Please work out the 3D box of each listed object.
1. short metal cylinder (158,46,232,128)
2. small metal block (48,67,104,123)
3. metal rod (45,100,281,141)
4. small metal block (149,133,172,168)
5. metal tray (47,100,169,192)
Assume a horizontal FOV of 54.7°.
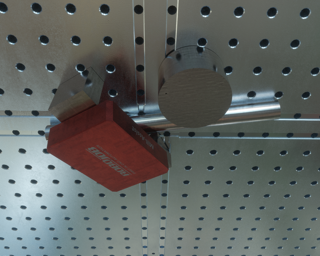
[{"bbox_3d":[0.038,-0.046,0.356,0.081,0.050,0.079,0,130,0],"label":"short metal cylinder"},{"bbox_3d":[-0.096,-0.038,0.361,0.050,0.050,0.025,-25,126,19],"label":"small metal block"},{"bbox_3d":[0.000,-0.007,0.406,0.302,0.025,0.025,-6,130,4],"label":"metal rod"},{"bbox_3d":[-0.017,0.038,0.442,0.050,0.025,0.050,-18,128,14],"label":"small metal block"},{"bbox_3d":[-0.059,0.029,0.382,0.090,0.030,0.130,-24,138,19],"label":"metal tray"}]
